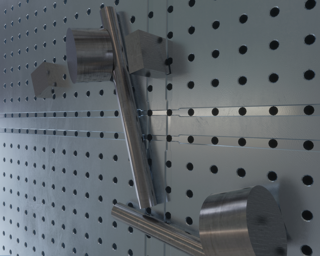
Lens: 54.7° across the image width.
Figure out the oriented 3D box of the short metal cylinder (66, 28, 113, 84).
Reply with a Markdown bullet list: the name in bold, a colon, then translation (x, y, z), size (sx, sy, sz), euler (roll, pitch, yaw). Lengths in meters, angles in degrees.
- **short metal cylinder**: translation (-0.107, -0.108, 0.462), size (0.080, 0.050, 0.079), euler (30, 124, 60)

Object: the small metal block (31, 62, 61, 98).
- **small metal block**: translation (-0.218, -0.090, 0.590), size (0.050, 0.025, 0.050), euler (-27, 73, 37)

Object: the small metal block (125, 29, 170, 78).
- **small metal block**: translation (-0.016, -0.095, 0.407), size (0.025, 0.050, 0.050), euler (-14, 81, 39)

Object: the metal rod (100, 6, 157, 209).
- **metal rod**: translation (-0.048, -0.036, 0.448), size (0.025, 0.025, 0.299), euler (-21, 77, 38)

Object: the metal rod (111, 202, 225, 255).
- **metal rod**: translation (0.051, 0.145, 0.366), size (0.300, 0.025, 0.025), euler (11, 97, 39)

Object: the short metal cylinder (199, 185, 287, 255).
- **short metal cylinder**: translation (0.083, 0.101, 0.305), size (0.050, 0.081, 0.080), euler (-22, 76, 38)
